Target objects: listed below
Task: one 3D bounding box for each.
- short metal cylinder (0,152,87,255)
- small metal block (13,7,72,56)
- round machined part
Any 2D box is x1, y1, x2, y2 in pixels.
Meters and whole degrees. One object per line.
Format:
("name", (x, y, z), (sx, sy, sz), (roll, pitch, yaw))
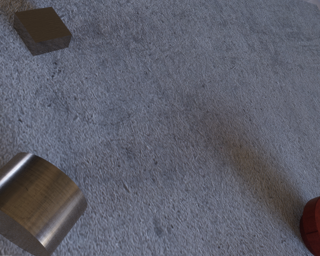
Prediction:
("short metal cylinder", (-0.112, 0.067, 0.268), (0.080, 0.080, 0.050), (38, 51, -3))
("small metal block", (-0.151, -0.125, 0.400), (0.050, 0.025, 0.050), (-29, 78, -38))
("round machined part", (0.238, 0.146, 0.435), (0.099, 0.042, 0.098), (14, 56, -21))
